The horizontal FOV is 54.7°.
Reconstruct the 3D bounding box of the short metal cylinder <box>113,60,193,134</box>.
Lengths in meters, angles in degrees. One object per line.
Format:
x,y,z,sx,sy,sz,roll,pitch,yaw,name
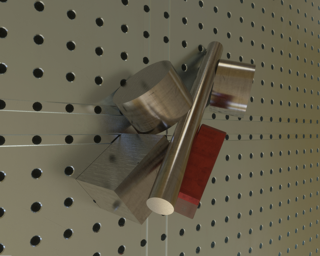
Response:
-0.008,-0.036,0.368,0.080,0.080,0.050,-51,121,-28,short metal cylinder

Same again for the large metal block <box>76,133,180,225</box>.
-0.033,0.052,0.347,0.080,0.080,0.050,-47,119,-30,large metal block

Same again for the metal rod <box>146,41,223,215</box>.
0.043,-0.028,0.378,0.025,0.025,0.301,54,37,-26,metal rod

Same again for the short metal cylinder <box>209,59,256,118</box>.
0.107,-0.058,0.459,0.080,0.050,0.080,12,91,-78,short metal cylinder

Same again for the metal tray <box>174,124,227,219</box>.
0.047,0.061,0.396,0.130,0.030,0.090,83,31,-67,metal tray
